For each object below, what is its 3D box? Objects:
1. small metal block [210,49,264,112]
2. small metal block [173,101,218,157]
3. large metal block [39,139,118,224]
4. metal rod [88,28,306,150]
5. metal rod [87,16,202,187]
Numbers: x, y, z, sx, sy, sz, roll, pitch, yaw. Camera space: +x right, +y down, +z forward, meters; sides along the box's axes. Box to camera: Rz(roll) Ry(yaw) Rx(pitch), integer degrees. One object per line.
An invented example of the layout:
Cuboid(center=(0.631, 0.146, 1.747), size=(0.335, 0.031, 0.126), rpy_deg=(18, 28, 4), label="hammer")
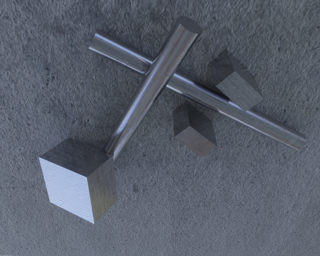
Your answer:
Cuboid(center=(0.085, -0.054, 0.347), size=(0.050, 0.050, 0.025), rpy_deg=(35, 122, -27), label="small metal block")
Cuboid(center=(0.044, 0.001, 0.393), size=(0.050, 0.050, 0.025), rpy_deg=(36, 121, -27), label="small metal block")
Cuboid(center=(-0.108, 0.070, 0.420), size=(0.080, 0.050, 0.079), rpy_deg=(17, 125, 25), label="large metal block")
Cuboid(center=(0.060, -0.037, 0.376), size=(0.302, 0.025, 0.025), rpy_deg=(23, 126, -19), label="metal rod")
Cuboid(center=(-0.039, -0.004, 0.380), size=(0.025, 0.025, 0.298), rpy_deg=(21, 134, -17), label="metal rod")
